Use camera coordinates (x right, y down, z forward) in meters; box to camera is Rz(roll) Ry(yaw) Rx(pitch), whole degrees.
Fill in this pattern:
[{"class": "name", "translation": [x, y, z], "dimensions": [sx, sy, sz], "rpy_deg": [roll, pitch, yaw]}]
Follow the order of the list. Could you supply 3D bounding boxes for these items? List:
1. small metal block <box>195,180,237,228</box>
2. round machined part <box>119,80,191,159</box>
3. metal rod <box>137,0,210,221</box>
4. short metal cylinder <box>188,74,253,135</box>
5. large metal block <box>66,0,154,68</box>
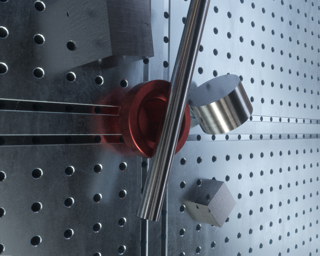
[{"class": "small metal block", "translation": [0.089, 0.118, 0.487], "dimensions": [0.050, 0.025, 0.050], "rpy_deg": [-47, 118, -30]}, {"class": "round machined part", "translation": [-0.010, -0.010, 0.391], "dimensions": [0.099, 0.042, 0.097], "rpy_deg": [0, 90, -40]}, {"class": "metal rod", "translation": [0.022, -0.041, 0.374], "dimensions": [0.025, 0.025, 0.299], "rpy_deg": [23, 75, -38]}, {"class": "short metal cylinder", "translation": [0.086, -0.035, 0.448], "dimensions": [0.080, 0.080, 0.050], "rpy_deg": [-47, 118, -30]}, {"class": "large metal block", "translation": [-0.055, -0.110, 0.329], "dimensions": [0.050, 0.080, 0.079], "rpy_deg": [-10, 96, -40]}]
